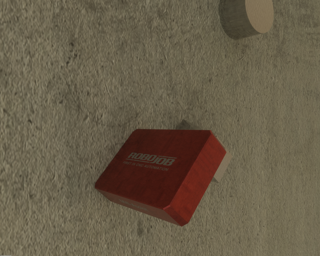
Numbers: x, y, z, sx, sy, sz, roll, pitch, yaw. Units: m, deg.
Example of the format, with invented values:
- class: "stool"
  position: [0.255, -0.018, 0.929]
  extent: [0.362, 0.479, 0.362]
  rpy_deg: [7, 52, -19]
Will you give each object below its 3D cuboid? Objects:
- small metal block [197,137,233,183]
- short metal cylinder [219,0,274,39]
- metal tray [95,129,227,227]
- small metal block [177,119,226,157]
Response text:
- class: "small metal block"
  position: [0.078, 0.047, 0.471]
  extent: [0.050, 0.025, 0.050]
  rpy_deg: [49, 61, -29]
- class: "short metal cylinder"
  position: [0.142, -0.190, 0.507]
  extent: [0.081, 0.050, 0.079]
  rpy_deg: [0, 90, -40]
- class: "metal tray"
  position: [-0.004, 0.044, 0.333]
  extent: [0.030, 0.130, 0.090]
  rpy_deg: [50, 61, -29]
- class: "small metal block"
  position: [0.055, 0.018, 0.430]
  extent: [0.050, 0.050, 0.025]
  rpy_deg: [26, 103, -37]
